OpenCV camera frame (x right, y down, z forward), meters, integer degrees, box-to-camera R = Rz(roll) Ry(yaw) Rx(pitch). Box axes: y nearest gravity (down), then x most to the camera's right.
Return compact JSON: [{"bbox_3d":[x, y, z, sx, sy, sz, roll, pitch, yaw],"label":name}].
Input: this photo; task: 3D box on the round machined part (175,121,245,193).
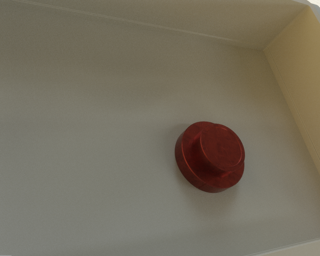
[{"bbox_3d":[0.073,0.033,0.413,0.099,0.042,0.098,13,56,-21],"label":"round machined part"}]
